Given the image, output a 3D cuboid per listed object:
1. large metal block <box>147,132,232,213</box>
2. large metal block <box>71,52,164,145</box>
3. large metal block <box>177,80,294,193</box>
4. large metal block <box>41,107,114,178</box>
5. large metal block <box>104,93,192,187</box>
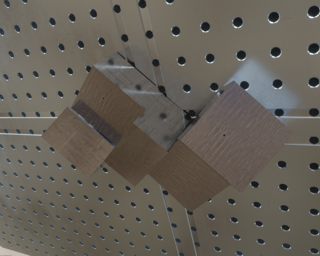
[{"bbox_3d":[0.042,0.050,0.404,0.080,0.050,0.080,43,129,1],"label":"large metal block"},{"bbox_3d":[-0.056,-0.036,0.403,0.080,0.050,0.080,41,131,-1],"label":"large metal block"},{"bbox_3d":[0.077,0.009,0.333,0.080,0.050,0.080,41,89,-1],"label":"large metal block"},{"bbox_3d":[-0.104,0.018,0.433,0.080,0.080,0.050,41,91,-1],"label":"large metal block"},{"bbox_3d":[-0.014,0.014,0.392,0.050,0.080,0.080,40,129,-1],"label":"large metal block"}]
